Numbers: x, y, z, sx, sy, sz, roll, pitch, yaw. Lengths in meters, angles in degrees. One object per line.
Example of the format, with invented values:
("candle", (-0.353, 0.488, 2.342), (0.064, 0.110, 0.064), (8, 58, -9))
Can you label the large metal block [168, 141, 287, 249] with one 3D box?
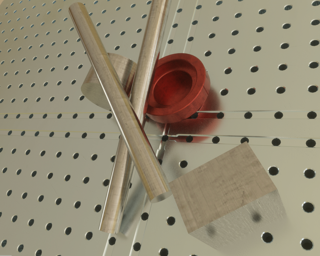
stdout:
("large metal block", (0.067, 0.068, 0.296), (0.080, 0.080, 0.050), (-30, 52, 9))

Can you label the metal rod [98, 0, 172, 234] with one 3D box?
("metal rod", (-0.029, -0.024, 0.384), (0.025, 0.025, 0.299), (8, 82, 31))

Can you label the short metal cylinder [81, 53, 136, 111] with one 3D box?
("short metal cylinder", (-0.065, -0.062, 0.444), (0.080, 0.080, 0.050), (5, 65, 30))

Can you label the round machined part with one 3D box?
("round machined part", (0.021, -0.049, 0.414), (0.098, 0.042, 0.098), (-13, 57, 21))

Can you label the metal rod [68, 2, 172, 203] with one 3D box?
("metal rod", (-0.058, -0.050, 0.377), (0.025, 0.025, 0.299), (-31, 63, 8))
